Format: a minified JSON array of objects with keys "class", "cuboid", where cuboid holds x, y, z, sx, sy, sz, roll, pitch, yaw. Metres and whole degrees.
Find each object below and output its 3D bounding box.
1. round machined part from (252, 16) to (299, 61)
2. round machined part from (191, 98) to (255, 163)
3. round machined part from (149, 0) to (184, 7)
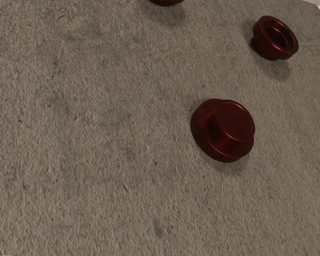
[{"class":"round machined part","cuboid":[0.226,-0.176,0.625,0.099,0.042,0.098,14,56,-21]},{"class":"round machined part","cuboid":[0.098,-0.002,0.449,0.099,0.042,0.098,14,56,-21]},{"class":"round machined part","cuboid":[0.003,-0.258,0.554,0.099,0.042,0.098,14,56,-21]}]
